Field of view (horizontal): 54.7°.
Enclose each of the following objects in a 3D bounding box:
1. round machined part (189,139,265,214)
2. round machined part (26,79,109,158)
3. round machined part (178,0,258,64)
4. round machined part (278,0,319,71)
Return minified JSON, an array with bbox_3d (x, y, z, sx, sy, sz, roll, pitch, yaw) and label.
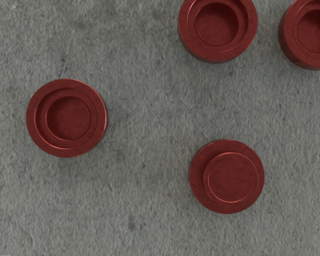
[{"bbox_3d":[0.088,0.064,0.403,0.099,0.042,0.097,0,90,-1],"label":"round machined part"},{"bbox_3d":[-0.115,-0.012,0.400,0.099,0.042,0.097,0,90,-1],"label":"round machined part"},{"bbox_3d":[0.072,-0.132,0.402,0.099,0.042,0.097,0,90,-1],"label":"round machined part"},{"bbox_3d":[0.202,-0.123,0.404,0.099,0.042,0.097,0,90,-1],"label":"round machined part"}]
